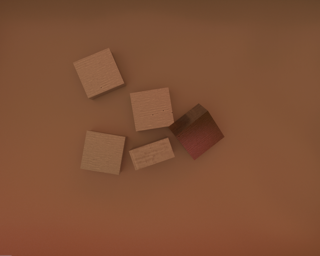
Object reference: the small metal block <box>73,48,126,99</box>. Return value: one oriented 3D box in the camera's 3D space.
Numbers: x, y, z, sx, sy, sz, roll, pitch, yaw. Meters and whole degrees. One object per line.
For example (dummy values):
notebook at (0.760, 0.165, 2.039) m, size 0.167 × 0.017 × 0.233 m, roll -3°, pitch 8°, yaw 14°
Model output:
small metal block at (-0.079, -0.071, 0.410) m, size 0.050 × 0.025 × 0.050 m, roll -23°, pitch 90°, yaw -1°

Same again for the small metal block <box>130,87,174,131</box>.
small metal block at (-0.010, -0.024, 0.411) m, size 0.050 × 0.025 × 0.050 m, roll -9°, pitch 90°, yaw -1°

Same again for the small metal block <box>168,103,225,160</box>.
small metal block at (0.047, 0.005, 0.401) m, size 0.050 × 0.025 × 0.050 m, roll -38°, pitch 123°, yaw 0°

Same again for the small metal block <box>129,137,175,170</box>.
small metal block at (-0.010, 0.031, 0.399) m, size 0.050 × 0.050 × 0.025 m, roll -19°, pitch 90°, yaw 0°

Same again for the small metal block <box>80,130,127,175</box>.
small metal block at (-0.074, 0.032, 0.411) m, size 0.050 × 0.025 × 0.050 m, roll 10°, pitch 90°, yaw -1°
